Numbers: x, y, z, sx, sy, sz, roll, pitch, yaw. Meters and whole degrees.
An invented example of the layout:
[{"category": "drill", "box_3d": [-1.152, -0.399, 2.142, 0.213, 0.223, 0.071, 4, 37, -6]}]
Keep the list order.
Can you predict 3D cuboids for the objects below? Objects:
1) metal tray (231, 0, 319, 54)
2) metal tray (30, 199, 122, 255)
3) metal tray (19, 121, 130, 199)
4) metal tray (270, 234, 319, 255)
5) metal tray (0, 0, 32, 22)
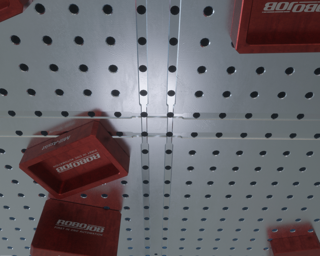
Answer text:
[{"category": "metal tray", "box_3d": [0.142, -0.122, 0.305, 0.131, 0.030, 0.089, -1, 130, 0]}, {"category": "metal tray", "box_3d": [-0.135, 0.173, 0.515, 0.131, 0.090, 0.030, 14, 129, -12]}, {"category": "metal tray", "box_3d": [-0.121, 0.051, 0.449, 0.130, 0.030, 0.090, -22, 127, 17]}, {"category": "metal tray", "box_3d": [0.278, 0.272, 0.642, 0.090, 0.030, 0.129, -11, 130, 9]}, {"category": "metal tray", "box_3d": [-0.192, -0.153, 0.275, 0.090, 0.030, 0.130, -17, 128, 13]}]
